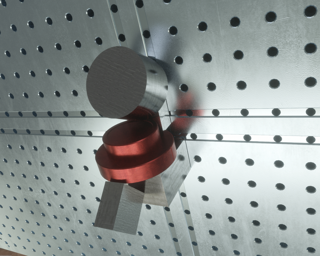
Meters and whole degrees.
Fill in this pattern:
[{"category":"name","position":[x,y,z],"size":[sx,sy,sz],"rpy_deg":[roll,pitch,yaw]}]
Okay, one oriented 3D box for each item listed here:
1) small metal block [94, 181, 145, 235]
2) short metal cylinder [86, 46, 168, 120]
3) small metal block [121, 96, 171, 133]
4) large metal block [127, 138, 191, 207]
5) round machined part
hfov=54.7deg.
[{"category":"small metal block","position":[-0.045,0.093,0.358],"size":[0.025,0.050,0.050],"rpy_deg":[1,157,27]},{"category":"short metal cylinder","position":[-0.038,-0.049,0.361],"size":[0.080,0.050,0.080],"rpy_deg":[-1,88,27]},{"category":"small metal block","position":[-0.018,-0.022,0.404],"size":[0.050,0.025,0.050],"rpy_deg":[1,119,27]},{"category":"large metal block","position":[-0.014,0.054,0.414],"size":[0.080,0.080,0.050],"rpy_deg":[1,119,27]},{"category":"round machined part","position":[-0.032,0.021,0.379],"size":[0.098,0.098,0.042],"rpy_deg":[1,119,27]}]
